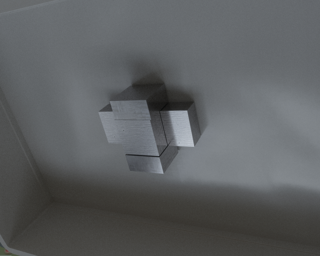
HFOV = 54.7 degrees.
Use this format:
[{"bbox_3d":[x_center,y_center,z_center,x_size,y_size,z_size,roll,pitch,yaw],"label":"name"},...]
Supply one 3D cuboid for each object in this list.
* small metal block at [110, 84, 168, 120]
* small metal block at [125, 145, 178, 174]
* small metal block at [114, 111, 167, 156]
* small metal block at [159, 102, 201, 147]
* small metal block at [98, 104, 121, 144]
[{"bbox_3d":[-0.025,-0.033,0.382,0.050,0.050,0.025,1,119,27],"label":"small metal block"},{"bbox_3d":[-0.010,0.035,0.415,0.050,0.050,0.025,1,119,27],"label":"small metal block"},{"bbox_3d":[-0.023,0.006,0.389,0.050,0.025,0.050,1,119,27],"label":"small metal block"},{"bbox_3d":[0.020,-0.005,0.393,0.050,0.025,0.050,1,119,27],"label":"small metal block"},{"bbox_3d":[-0.051,-0.006,0.429,0.050,0.025,0.050,1,119,28],"label":"small metal block"}]
